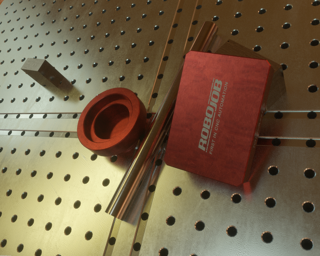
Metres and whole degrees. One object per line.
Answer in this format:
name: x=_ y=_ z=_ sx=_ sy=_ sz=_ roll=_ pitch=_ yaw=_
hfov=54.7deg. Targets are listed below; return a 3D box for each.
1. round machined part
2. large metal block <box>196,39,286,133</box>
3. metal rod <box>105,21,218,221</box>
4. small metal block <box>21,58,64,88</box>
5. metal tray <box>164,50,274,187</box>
round machined part: x=-0.062 y=-0.005 z=0.431 sx=0.098 sy=0.042 sz=0.098 roll=-13 pitch=56 yaw=20
large metal block: x=0.090 y=-0.049 z=0.375 sx=0.080 sy=0.050 sz=0.080 roll=-44 pitch=51 yaw=-3
metal rod: x=0.010 y=-0.022 z=0.414 sx=0.025 sy=0.025 sz=0.300 roll=15 pitch=69 yaw=34
small metal block: x=-0.213 y=-0.100 z=0.563 sx=0.050 sy=0.050 sz=0.025 roll=12 pitch=68 yaw=33
metal tray: x=0.062 y=-0.012 z=0.336 sx=0.090 sy=0.030 sz=0.129 roll=14 pitch=96 yaw=25
